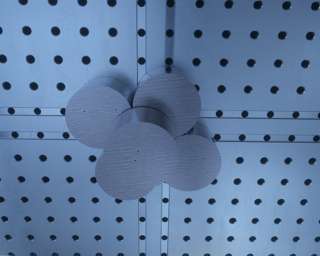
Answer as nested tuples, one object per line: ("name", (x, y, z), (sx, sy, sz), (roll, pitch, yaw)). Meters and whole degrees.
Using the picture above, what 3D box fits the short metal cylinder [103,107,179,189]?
("short metal cylinder", (-0.020, 0.022, 0.352), (0.081, 0.050, 0.079), (-1, 112, -1))

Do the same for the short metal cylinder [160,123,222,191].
("short metal cylinder", (0.037, 0.037, 0.413), (0.081, 0.050, 0.079), (0, 110, -1))

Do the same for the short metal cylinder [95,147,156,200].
("short metal cylinder", (-0.042, 0.049, 0.417), (0.081, 0.050, 0.079), (0, 110, -1))

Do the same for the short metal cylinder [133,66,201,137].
("short metal cylinder", (0.008, -0.033, 0.387), (0.081, 0.050, 0.079), (0, 110, -1))

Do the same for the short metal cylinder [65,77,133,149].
("short metal cylinder", (-0.072, -0.020, 0.391), (0.081, 0.050, 0.079), (0, 110, -1))
